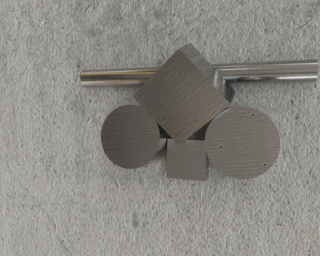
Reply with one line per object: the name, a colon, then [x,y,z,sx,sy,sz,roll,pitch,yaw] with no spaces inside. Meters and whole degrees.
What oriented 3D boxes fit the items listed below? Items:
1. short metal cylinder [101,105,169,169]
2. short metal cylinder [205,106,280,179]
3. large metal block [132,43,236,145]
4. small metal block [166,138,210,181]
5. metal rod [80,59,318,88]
short metal cylinder: [-0.029,0.011,0.406,0.080,0.050,0.079,0,90,20]
short metal cylinder: [0.097,0.016,0.362,0.080,0.050,0.079,0,90,20]
large metal block: [0.029,-0.040,0.368,0.080,0.050,0.080,47,119,-3]
small metal block: [0.037,0.039,0.398,0.050,0.025,0.050,2,91,20]
metal rod: [0.034,-0.068,0.398,0.301,0.025,0.025,1,91,19]
